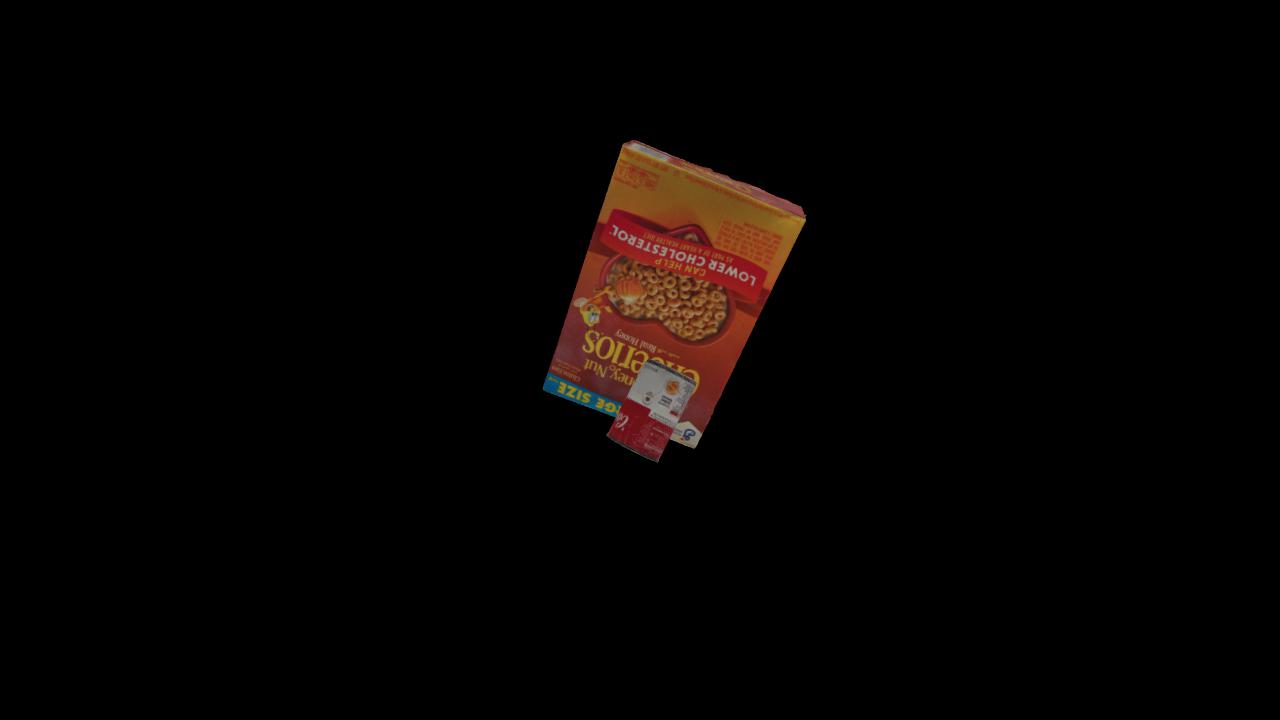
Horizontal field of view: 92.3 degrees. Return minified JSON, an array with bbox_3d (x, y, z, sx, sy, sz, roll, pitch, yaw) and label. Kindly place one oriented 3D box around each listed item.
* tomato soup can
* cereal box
[{"bbox_3d":[0.014,0.056,0.699,0.068,0.101,0.068,27,-3,2],"label":"tomato soup can"},{"bbox_3d":[0.029,-0.064,0.703,0.203,0.306,0.081,22,26,0],"label":"cereal box"}]
